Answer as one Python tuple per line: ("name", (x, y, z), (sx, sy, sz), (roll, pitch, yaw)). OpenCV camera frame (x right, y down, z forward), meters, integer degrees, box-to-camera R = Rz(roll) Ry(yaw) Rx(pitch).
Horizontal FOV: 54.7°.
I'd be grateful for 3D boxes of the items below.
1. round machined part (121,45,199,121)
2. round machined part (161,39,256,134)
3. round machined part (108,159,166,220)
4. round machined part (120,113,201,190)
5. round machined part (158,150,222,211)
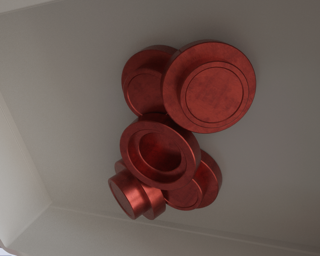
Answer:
("round machined part", (-0.004, -0.045, 0.368), (0.098, 0.042, 0.097), (13, 124, 20))
("round machined part", (0.051, -0.039, 0.317), (0.099, 0.042, 0.097), (-2, 112, -5))
("round machined part", (-0.038, 0.091, 0.443), (0.098, 0.042, 0.097), (43, 151, 32))
("round machined part", (0.004, 0.025, 0.380), (0.098, 0.042, 0.097), (13, 124, 20))
("round machined part", (0.032, 0.074, 0.423), (0.098, 0.042, 0.097), (13, 124, 20))
